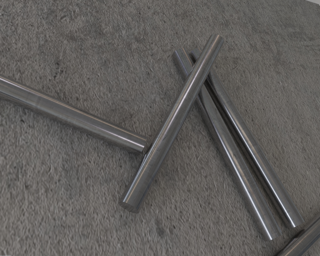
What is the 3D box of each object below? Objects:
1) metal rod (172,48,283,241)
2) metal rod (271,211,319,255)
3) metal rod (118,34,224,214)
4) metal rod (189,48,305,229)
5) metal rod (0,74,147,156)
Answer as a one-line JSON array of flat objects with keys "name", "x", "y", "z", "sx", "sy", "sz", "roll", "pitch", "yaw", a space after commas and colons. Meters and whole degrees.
[{"name": "metal rod", "x": 0.088, "y": 0.011, "z": 0.444, "sx": 0.025, "sy": 0.025, "sz": 0.299, "roll": -11, "pitch": 67, "yaw": -33}, {"name": "metal rod", "x": 0.159, "y": 0.162, "z": 0.390, "sx": 0.302, "sy": 0.025, "sz": 0.025, "roll": -20, "pitch": 72, "yaw": -35}, {"name": "metal rod", "x": 0.028, "y": -0.026, "z": 0.412, "sx": 0.025, "sy": 0.025, "sz": 0.301, "roll": 33, "pitch": 58, "yaw": -7}, {"name": "metal rod", "x": 0.122, "y": 0.004, "z": 0.466, "sx": 0.025, "sy": 0.025, "sz": 0.299, "roll": -15, "pitch": 69, "yaw": -34}, {"name": "metal rod", "x": -0.156, "y": -0.037, "z": 0.342, "sx": 0.302, "sy": 0.025, "sz": 0.025, "roll": 24, "pitch": 53, "yaw": -14}]
